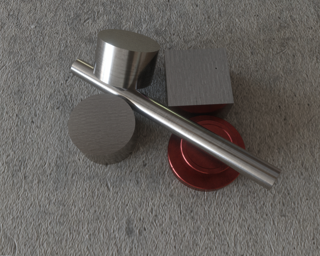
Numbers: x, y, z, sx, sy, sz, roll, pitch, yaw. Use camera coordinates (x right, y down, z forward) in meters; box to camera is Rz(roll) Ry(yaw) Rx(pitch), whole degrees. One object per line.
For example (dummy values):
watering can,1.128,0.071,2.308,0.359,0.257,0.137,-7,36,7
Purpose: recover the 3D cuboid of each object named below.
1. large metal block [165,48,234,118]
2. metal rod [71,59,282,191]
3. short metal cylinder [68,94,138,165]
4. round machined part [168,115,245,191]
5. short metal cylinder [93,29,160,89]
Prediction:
large metal block,0.048,-0.057,0.415,0.081,0.050,0.080,-3,70,-1
metal rod,0.001,-0.016,0.379,0.300,0.025,0.025,31,72,24
short metal cylinder,-0.070,0.003,0.395,0.081,0.050,0.080,0,70,0
round machined part,0.059,0.028,0.390,0.099,0.042,0.098,0,70,0
short metal cylinder,-0.044,-0.092,0.409,0.081,0.050,0.080,12,31,-7
